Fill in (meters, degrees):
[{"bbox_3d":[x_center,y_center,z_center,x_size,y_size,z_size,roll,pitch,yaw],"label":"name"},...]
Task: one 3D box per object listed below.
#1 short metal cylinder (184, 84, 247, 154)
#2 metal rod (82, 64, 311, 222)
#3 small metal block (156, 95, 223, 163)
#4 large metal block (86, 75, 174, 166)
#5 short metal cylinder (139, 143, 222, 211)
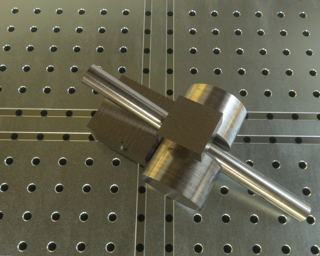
[{"bbox_3d":[0.059,-0.010,0.384,0.080,0.080,0.050,26,72,9],"label":"short metal cylinder"},{"bbox_3d":[0.046,0.020,0.359,0.301,0.025,0.025,33,73,-5],"label":"metal rod"},{"bbox_3d":[0.032,0.000,0.324,0.050,0.025,0.050,25,72,17],"label":"small metal block"},{"bbox_3d":[-0.032,-0.008,0.395,0.080,0.050,0.080,28,72,9],"label":"large metal block"},{"bbox_3d":[0.024,0.054,0.359,0.080,0.080,0.050,28,73,10],"label":"short metal cylinder"}]
